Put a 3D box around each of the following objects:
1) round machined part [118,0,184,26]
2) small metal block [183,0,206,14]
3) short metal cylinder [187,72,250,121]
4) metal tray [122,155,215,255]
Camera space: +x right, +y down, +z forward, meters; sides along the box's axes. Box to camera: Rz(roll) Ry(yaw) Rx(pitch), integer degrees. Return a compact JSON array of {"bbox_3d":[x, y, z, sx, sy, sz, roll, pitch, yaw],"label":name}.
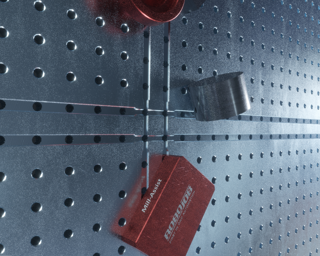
[{"bbox_3d":[-0.018,-0.176,0.384,0.099,0.042,0.097,0,90,-40],"label":"round machined part"},{"bbox_3d":[0.045,-0.204,0.449,0.050,0.025,0.050,51,60,-28],"label":"small metal block"},{"bbox_3d":[0.085,-0.046,0.447,0.081,0.080,0.050,-26,107,-37],"label":"short metal cylinder"},{"bbox_3d":[0.017,0.113,0.423,0.090,0.030,0.130,44,63,-31],"label":"metal tray"}]
